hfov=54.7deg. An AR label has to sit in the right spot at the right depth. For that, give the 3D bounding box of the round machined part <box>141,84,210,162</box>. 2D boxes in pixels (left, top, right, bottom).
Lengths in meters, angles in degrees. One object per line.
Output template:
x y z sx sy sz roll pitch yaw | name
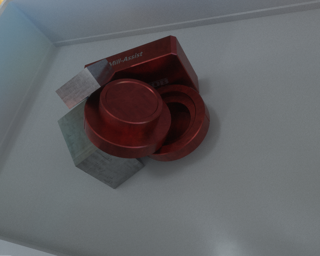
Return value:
0.015 -0.003 0.387 0.098 0.042 0.098 -13 56 20 | round machined part

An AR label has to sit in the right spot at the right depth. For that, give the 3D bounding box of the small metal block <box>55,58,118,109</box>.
-0.084 -0.052 0.359 0.050 0.025 0.050 -30 12 24 | small metal block

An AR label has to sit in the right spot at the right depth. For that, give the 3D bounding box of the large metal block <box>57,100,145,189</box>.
-0.074 0.020 0.394 0.050 0.080 0.080 -38 51 3 | large metal block

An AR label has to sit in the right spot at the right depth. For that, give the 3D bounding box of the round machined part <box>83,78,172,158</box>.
-0.034 -0.018 0.346 0.099 0.042 0.098 9 48 -10 | round machined part

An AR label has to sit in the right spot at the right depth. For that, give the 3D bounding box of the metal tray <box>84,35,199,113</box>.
-0.024 -0.063 0.411 0.130 0.090 0.030 -14 57 20 | metal tray
